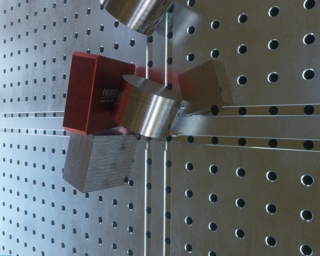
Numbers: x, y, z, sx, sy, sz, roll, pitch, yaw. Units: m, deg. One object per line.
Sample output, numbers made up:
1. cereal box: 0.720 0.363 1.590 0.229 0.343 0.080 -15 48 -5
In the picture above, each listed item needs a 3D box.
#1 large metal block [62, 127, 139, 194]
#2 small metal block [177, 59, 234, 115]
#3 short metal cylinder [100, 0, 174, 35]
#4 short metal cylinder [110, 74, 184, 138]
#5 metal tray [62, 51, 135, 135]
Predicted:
1. large metal block: -0.084 0.040 0.443 0.050 0.081 0.079 23 104 38
2. small metal block: 0.053 -0.046 0.366 0.050 0.025 0.050 -20 77 38
3. short metal cylinder: -0.029 -0.165 0.398 0.050 0.081 0.080 -51 60 28
4. short metal cylinder: -0.016 -0.028 0.387 0.080 0.081 0.050 34 111 35
5. metal tray: -0.073 -0.045 0.401 0.030 0.130 0.089 12 99 12
